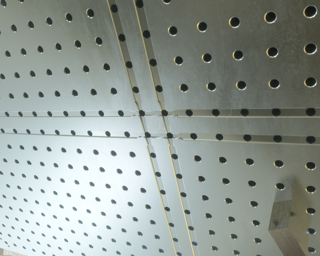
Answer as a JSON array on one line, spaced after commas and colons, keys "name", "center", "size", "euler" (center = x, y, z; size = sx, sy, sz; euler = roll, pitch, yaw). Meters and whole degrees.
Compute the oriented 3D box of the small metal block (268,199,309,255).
[{"name": "small metal block", "center": [0.162, 0.127, 0.388], "size": [0.025, 0.050, 0.050], "euler": [-24, 105, 36]}]
